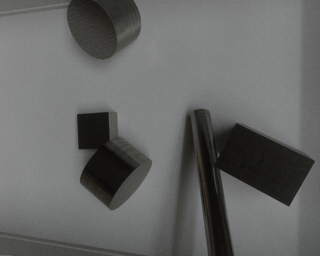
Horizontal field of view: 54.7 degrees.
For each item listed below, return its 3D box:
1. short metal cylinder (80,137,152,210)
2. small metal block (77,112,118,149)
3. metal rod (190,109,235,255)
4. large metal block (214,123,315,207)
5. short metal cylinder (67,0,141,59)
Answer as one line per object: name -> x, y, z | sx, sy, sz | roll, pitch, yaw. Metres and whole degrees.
short metal cylinder -> -0.055, 0.058, 0.400 | 0.050, 0.080, 0.080 | 36, 101, 16
small metal block -> -0.088, 0.004, 0.440 | 0.050, 0.025, 0.050 | -3, 89, 19
metal rod -> 0.058, 0.107, 0.310 | 0.025, 0.025, 0.299 | -17, 54, 19
large metal block -> 0.114, 0.035, 0.341 | 0.080, 0.080, 0.050 | 28, 99, 17
short metal cylinder -> -0.072, -0.136, 0.400 | 0.080, 0.050, 0.079 | 23, 138, 23
